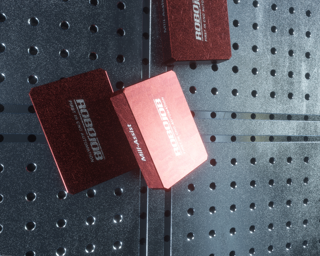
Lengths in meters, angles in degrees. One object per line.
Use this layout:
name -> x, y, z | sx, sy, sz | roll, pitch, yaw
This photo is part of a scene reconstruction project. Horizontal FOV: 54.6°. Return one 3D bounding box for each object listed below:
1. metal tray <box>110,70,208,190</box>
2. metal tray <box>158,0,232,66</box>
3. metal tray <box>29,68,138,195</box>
metal tray -> 0.003, 0.001, 0.394 | 0.091, 0.030, 0.129 | -29, 100, -40
metal tray -> 0.047, -0.155, 0.427 | 0.091, 0.030, 0.129 | -6, 92, -20
metal tray -> -0.090, 0.003, 0.377 | 0.091, 0.030, 0.129 | -21, 97, -19
